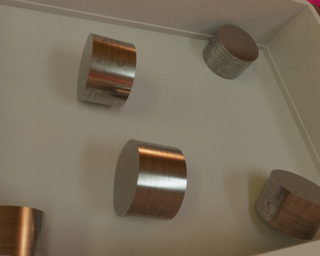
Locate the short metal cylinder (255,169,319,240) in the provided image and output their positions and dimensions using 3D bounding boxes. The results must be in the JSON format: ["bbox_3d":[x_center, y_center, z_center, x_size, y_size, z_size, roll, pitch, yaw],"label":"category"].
[{"bbox_3d":[0.171,0.096,0.398,0.080,0.050,0.080,18,18,-6],"label":"short metal cylinder"}]

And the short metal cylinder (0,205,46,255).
[{"bbox_3d":[-0.132,0.096,0.241,0.081,0.080,0.050,5,60,-26],"label":"short metal cylinder"}]

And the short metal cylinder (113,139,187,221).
[{"bbox_3d":[-0.013,0.056,0.329,0.050,0.080,0.080,12,57,-22],"label":"short metal cylinder"}]

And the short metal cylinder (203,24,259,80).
[{"bbox_3d":[0.121,-0.131,0.534,0.081,0.050,0.080,14,56,-21],"label":"short metal cylinder"}]

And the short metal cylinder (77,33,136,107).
[{"bbox_3d":[-0.067,-0.069,0.376,0.050,0.080,0.080,9,58,-24],"label":"short metal cylinder"}]
